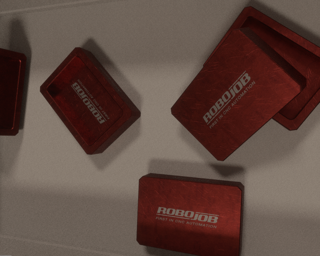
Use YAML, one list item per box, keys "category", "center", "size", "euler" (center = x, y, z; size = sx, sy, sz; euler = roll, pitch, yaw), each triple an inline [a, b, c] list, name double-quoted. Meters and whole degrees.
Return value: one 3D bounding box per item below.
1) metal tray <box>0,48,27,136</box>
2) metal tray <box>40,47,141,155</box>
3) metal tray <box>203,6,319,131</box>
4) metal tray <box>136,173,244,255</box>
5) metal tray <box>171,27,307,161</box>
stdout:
- category: "metal tray"
  center: [-0.255, -0.055, 0.461]
  size: [0.030, 0.091, 0.129]
  euler: [10, 93, 37]
- category: "metal tray"
  center: [-0.101, -0.038, 0.442]
  size: [0.090, 0.030, 0.130]
  euler: [-43, 77, 14]
- category: "metal tray"
  center: [0.129, -0.069, 0.362]
  size: [0.130, 0.030, 0.090]
  euler: [39, 102, 15]
- category: "metal tray"
  center: [0.037, 0.110, 0.394]
  size: [0.130, 0.030, 0.089]
  euler: [3, 91, 19]
- category: "metal tray"
  center: [0.081, -0.034, 0.348]
  size: [0.090, 0.030, 0.129]
  euler: [46, 129, 9]
